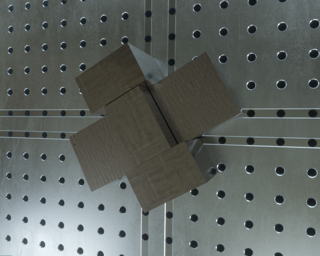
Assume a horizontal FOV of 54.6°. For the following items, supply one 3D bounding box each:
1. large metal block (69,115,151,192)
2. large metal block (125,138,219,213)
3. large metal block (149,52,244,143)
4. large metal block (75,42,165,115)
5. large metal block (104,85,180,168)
[{"bbox_3d":[-0.064,0.031,0.423,0.080,0.050,0.080,-28,80,18],"label":"large metal block"},{"bbox_3d":[0.018,0.055,0.377,0.080,0.080,0.050,-30,80,17],"label":"large metal block"},{"bbox_3d":[0.046,-0.034,0.383,0.080,0.050,0.080,-30,82,17],"label":"large metal block"},{"bbox_3d":[-0.046,-0.057,0.399,0.080,0.080,0.050,-30,80,18],"label":"large metal block"},{"bbox_3d":[-0.013,-0.002,0.388,0.050,0.080,0.080,-30,80,18],"label":"large metal block"}]
